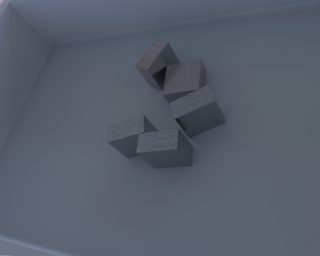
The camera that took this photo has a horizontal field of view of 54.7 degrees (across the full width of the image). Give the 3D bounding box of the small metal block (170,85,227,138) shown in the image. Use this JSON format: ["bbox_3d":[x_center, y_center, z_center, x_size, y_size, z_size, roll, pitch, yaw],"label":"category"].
[{"bbox_3d":[0.047,-0.019,0.376,0.050,0.050,0.025,-25,53,13],"label":"small metal block"}]

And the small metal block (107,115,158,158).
[{"bbox_3d":[-0.032,0.012,0.397,0.050,0.050,0.025,-16,56,19],"label":"small metal block"}]

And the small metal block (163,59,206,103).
[{"bbox_3d":[0.035,-0.063,0.425,0.050,0.025,0.050,-6,59,24],"label":"small metal block"}]

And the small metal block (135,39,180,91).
[{"bbox_3d":[-0.001,-0.090,0.444,0.025,0.050,0.050,26,76,37],"label":"small metal block"}]

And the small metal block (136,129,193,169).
[{"bbox_3d":[0.007,0.026,0.369,0.050,0.050,0.025,-7,59,24],"label":"small metal block"}]
